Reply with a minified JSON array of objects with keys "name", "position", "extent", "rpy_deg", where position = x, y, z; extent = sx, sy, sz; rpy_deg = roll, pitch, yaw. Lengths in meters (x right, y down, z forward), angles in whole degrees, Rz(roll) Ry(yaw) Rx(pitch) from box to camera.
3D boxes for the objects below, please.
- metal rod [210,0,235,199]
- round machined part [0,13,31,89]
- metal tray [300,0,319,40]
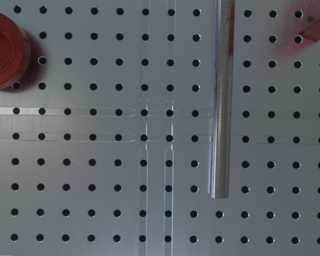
[{"name":"metal rod","position":[0.084,-0.058,0.413],"extent":[0.025,0.025,0.298],"rpy_deg":[2,90,0]},{"name":"round machined part","position":[-0.217,-0.098,0.403],"extent":[0.099,0.042,0.097],"rpy_deg":[0,90,0]},{"name":"metal tray","position":[0.221,-0.165,0.362],"extent":[0.030,0.130,0.090],"rpy_deg":[21,90,0]}]
